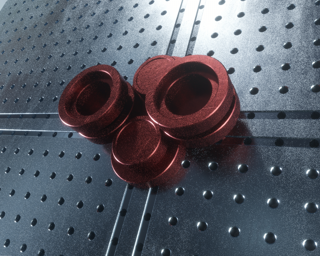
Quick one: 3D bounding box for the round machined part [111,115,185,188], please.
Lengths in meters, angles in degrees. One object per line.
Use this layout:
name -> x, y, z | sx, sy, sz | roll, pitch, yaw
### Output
round machined part -> -0.021, 0.023, 0.394 | 0.098, 0.042, 0.098 | -13, 56, 21

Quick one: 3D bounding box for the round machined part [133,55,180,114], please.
round machined part -> 0.002, -0.063, 0.436 | 0.098, 0.042, 0.098 | -13, 56, 21

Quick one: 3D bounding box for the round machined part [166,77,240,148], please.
round machined part -> 0.050, -0.019, 0.383 | 0.098, 0.042, 0.098 | -13, 56, 21

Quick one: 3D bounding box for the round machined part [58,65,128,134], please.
round machined part -> -0.086, -0.035, 0.423 | 0.098, 0.042, 0.098 | -13, 56, 21

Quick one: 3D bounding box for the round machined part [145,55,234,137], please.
round machined part -> 0.036, -0.033, 0.357 | 0.098, 0.042, 0.098 | -13, 56, 21

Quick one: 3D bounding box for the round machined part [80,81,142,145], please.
round machined part -> -0.070, -0.020, 0.447 | 0.098, 0.042, 0.098 | -13, 56, 21
